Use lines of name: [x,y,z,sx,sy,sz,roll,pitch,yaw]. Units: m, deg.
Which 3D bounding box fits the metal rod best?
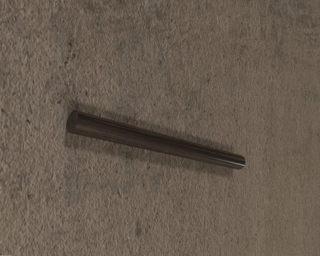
metal rod: [0.020,0.025,0.423,0.302,0.025,0.025,16,80,-39]
